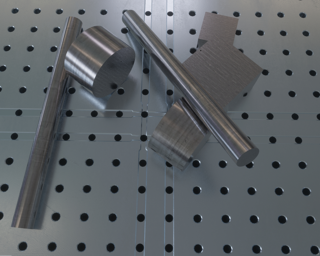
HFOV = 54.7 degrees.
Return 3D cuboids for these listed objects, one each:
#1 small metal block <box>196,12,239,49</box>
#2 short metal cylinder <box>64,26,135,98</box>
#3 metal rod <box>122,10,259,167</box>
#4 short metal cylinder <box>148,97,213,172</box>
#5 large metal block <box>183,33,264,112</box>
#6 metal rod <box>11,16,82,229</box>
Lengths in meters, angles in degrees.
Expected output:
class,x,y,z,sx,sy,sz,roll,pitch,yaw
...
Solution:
class,x,y,z,sx,sy,sz,roll,pitch,yaw
small metal block,0.086,-0.141,0.464,0.050,0.025,0.050,14,71,5
short metal cylinder,-0.079,-0.087,0.414,0.050,0.080,0.080,39,75,13
metal rod,0.018,-0.071,0.382,0.025,0.025,0.300,-26,51,-9
short metal cylinder,0.030,0.007,0.380,0.050,0.080,0.080,36,74,12
large metal block,0.077,-0.068,0.424,0.080,0.050,0.080,-43,76,-14
metal rod,-0.147,-0.021,0.418,0.025,0.025,0.299,6,70,2
